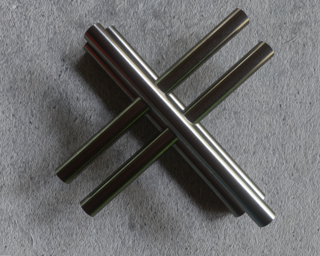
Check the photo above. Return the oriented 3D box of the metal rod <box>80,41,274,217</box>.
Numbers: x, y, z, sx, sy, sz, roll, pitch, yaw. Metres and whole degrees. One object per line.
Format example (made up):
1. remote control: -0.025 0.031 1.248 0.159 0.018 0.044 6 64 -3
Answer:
1. metal rod: 0.022 0.001 0.386 0.300 0.025 0.025 -42 91 -1

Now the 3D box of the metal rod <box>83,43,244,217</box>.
1. metal rod: 0.009 -0.001 0.411 0.025 0.025 0.300 -42 91 0

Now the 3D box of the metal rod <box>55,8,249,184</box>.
1. metal rod: -0.009 -0.040 0.386 0.300 0.025 0.025 -42 91 -1

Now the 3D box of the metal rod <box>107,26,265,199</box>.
1. metal rod: 0.030 -0.015 0.411 0.025 0.025 0.300 -42 91 0

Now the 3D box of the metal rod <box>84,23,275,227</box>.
1. metal rod: 0.023 -0.003 0.361 0.025 0.025 0.300 -43 91 0
